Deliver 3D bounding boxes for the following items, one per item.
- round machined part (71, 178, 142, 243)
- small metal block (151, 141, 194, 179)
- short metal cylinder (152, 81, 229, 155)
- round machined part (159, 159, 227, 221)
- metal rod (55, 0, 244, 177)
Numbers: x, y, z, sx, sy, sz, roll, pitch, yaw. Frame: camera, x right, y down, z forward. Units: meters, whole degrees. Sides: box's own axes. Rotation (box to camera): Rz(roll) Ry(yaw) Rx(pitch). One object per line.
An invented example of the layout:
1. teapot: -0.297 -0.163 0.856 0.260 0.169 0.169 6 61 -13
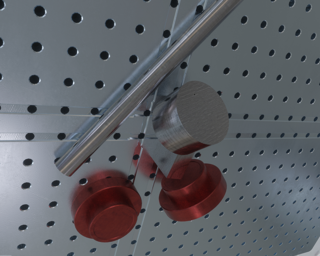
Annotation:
1. round machined part: -0.071 0.122 0.437 0.099 0.042 0.097 -14 124 -21
2. small metal block: 0.018 0.035 0.427 0.025 0.050 0.050 10 113 -33
3. short metal cylinder: 0.038 -0.011 0.381 0.081 0.080 0.050 9 157 -33
4. round machined part: 0.041 0.081 0.441 0.098 0.098 0.042 -33 111 -7
5. metal rod: -0.012 -0.056 0.369 0.300 0.025 0.025 -45 129 3
